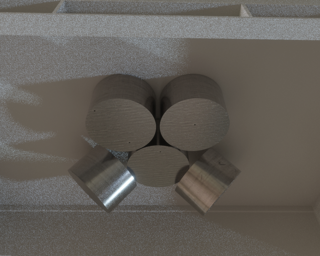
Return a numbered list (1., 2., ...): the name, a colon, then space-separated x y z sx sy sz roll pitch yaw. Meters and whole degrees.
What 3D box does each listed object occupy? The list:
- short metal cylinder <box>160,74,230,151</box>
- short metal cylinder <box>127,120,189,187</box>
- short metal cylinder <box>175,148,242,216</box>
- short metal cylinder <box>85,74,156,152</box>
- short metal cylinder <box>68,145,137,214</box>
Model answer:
1. short metal cylinder: 0.040 -0.018 0.376 0.081 0.050 0.079 0 130 0
2. short metal cylinder: -0.002 0.035 0.418 0.081 0.050 0.079 0 130 0
3. short metal cylinder: 0.066 0.074 0.427 0.050 0.081 0.079 40 129 18
4. short metal cylinder: -0.045 -0.017 0.374 0.081 0.050 0.079 0 130 0
5. short metal cylinder: -0.078 0.069 0.421 0.050 0.080 0.080 -44 132 -22
